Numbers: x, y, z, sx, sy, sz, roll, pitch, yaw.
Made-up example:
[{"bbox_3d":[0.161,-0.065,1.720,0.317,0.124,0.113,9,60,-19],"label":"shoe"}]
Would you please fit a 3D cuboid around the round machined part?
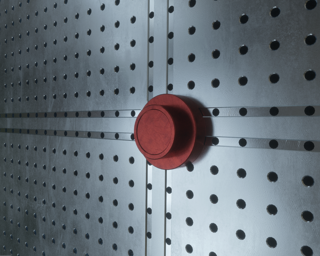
[{"bbox_3d":[0.005,0.005,0.395,0.098,0.042,0.097,0,90,40],"label":"round machined part"}]
